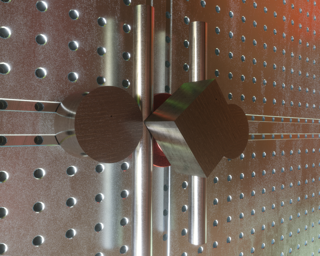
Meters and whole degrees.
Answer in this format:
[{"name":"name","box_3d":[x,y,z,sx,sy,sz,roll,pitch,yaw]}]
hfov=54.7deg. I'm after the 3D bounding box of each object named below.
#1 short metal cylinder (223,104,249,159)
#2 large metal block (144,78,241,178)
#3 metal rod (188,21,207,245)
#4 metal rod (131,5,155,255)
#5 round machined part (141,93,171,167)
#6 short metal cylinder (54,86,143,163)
[{"name":"short metal cylinder","box_3d":[0.089,0.005,0.467,0.081,0.050,0.080,0,90,-40]},{"name":"large metal block","box_3d":[0.041,-0.001,0.366,0.080,0.050,0.080,-46,118,-30]},{"name":"metal rod","box_3d":[0.052,0.007,0.425,0.025,0.025,0.298,0,90,-40]},{"name":"metal rod","box_3d":[-0.020,0.008,0.365,0.025,0.025,0.298,1,90,-40]},{"name":"round machined part","box_3d":[0.007,0.003,0.405,0.099,0.042,0.097,0,90,-40]},{"name":"short metal cylinder","box_3d":[-0.066,-0.004,0.337,0.081,0.050,0.080,0,90,-40]}]
